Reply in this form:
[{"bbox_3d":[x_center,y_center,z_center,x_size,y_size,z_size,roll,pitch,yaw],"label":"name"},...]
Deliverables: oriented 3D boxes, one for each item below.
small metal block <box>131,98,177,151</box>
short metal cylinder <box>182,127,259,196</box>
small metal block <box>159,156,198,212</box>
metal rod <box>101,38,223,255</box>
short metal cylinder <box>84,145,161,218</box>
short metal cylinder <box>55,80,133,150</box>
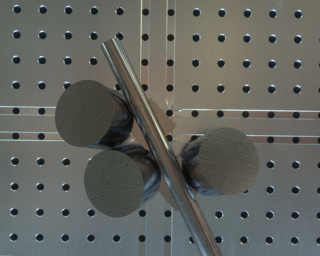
[{"bbox_3d":[-0.014,-0.004,0.410,0.050,0.025,0.050,-43,90,0],"label":"small metal block"},{"bbox_3d":[0.074,0.044,0.385,0.081,0.050,0.080,5,74,-18],"label":"short metal cylinder"},{"bbox_3d":[0.024,0.073,0.410,0.050,0.025,0.050,-40,90,0],"label":"small metal block"},{"bbox_3d":[0.002,0.029,0.384,0.025,0.025,0.299,-26,90,0],"label":"metal rod"},{"bbox_3d":[-0.045,0.063,0.383,0.080,0.050,0.079,2,95,22],"label":"short metal cylinder"},{"bbox_3d":[-0.080,-0.014,0.383,0.080,0.050,0.080,-3,81,20],"label":"short metal cylinder"}]
